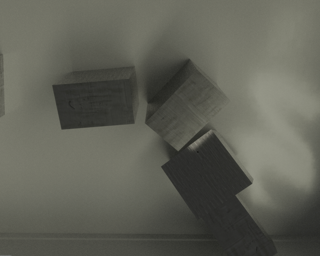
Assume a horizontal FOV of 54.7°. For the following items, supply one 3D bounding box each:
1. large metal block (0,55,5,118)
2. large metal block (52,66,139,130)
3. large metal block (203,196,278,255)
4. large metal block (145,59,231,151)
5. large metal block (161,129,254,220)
[{"bbox_3d":[-0.242,-0.052,0.377,0.081,0.050,0.079,8,110,-3],"label":"large metal block"},{"bbox_3d":[-0.070,-0.038,0.367,0.080,0.080,0.050,-5,110,1],"label":"large metal block"},{"bbox_3d":[0.105,0.134,0.409,0.050,0.080,0.080,-37,72,7],"label":"large metal block"},{"bbox_3d":[0.029,-0.031,0.371,0.050,0.080,0.080,41,105,-14],"label":"large metal block"},{"bbox_3d":[0.062,0.059,0.402,0.080,0.050,0.080,-38,77,12],"label":"large metal block"}]
